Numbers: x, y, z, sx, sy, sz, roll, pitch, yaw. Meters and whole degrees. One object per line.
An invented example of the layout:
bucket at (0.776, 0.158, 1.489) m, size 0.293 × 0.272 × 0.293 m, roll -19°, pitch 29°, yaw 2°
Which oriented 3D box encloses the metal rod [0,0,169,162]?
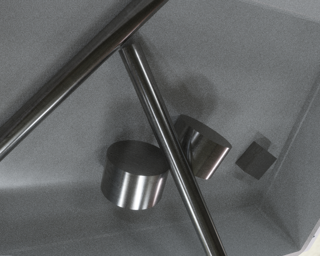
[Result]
metal rod at (-0.104, -0.043, 0.325) m, size 0.300 × 0.025 × 0.025 m, roll -43°, pitch 130°, yaw 1°

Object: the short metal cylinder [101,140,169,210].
short metal cylinder at (-0.031, 0.057, 0.393) m, size 0.081 × 0.080 × 0.050 m, roll -1°, pitch 119°, yaw -29°

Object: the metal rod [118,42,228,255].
metal rod at (0.023, 0.046, 0.369) m, size 0.025 × 0.025 × 0.299 m, roll -26°, pitch 102°, yaw -13°

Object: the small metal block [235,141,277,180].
small metal block at (0.168, 0.057, 0.539) m, size 0.050 × 0.025 × 0.050 m, roll 31°, pitch 101°, yaw -38°

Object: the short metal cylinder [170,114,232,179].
short metal cylinder at (0.049, 0.024, 0.417) m, size 0.080 × 0.080 × 0.050 m, roll 21°, pitch 107°, yaw -36°
